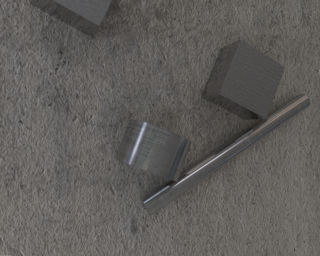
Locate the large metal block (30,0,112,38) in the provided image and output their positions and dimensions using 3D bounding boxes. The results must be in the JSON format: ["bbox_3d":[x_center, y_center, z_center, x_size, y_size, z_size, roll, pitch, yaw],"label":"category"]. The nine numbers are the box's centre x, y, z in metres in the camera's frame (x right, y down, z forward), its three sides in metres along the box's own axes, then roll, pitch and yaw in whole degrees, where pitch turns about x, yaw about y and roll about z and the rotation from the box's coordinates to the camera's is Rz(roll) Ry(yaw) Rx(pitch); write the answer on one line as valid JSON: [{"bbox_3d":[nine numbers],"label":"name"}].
[{"bbox_3d":[-0.095,-0.166,0.361,0.080,0.050,0.080,26,82,-18],"label":"large metal block"}]

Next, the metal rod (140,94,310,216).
[{"bbox_3d":[0.105,0.030,0.448,0.302,0.025,0.025,-31,100,-18],"label":"metal rod"}]

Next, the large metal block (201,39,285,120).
[{"bbox_3d":[0.117,-0.065,0.439,0.080,0.050,0.080,25,82,-19],"label":"large metal block"}]

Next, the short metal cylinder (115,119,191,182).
[{"bbox_3d":[-0.008,0.028,0.377,0.080,0.080,0.050,23,83,-19],"label":"short metal cylinder"}]
